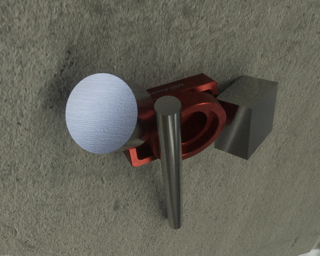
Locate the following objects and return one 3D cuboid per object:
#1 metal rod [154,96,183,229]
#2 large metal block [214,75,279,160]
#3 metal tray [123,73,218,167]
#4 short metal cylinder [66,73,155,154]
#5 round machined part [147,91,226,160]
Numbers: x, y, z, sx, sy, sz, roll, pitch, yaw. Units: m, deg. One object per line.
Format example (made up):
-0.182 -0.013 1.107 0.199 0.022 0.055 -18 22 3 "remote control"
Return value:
0.017 0.069 0.405 0.025 0.025 0.299 -25 145 -14 "metal rod"
0.118 -0.017 0.427 0.080 0.050 0.079 -38 135 -38 "large metal block"
0.013 -0.011 0.407 0.131 0.030 0.089 -19 126 -18 "metal tray"
-0.051 -0.014 0.329 0.080 0.080 0.050 -55 164 11 "short metal cylinder"
0.028 -0.006 0.379 0.099 0.042 0.097 -19 142 -16 "round machined part"
